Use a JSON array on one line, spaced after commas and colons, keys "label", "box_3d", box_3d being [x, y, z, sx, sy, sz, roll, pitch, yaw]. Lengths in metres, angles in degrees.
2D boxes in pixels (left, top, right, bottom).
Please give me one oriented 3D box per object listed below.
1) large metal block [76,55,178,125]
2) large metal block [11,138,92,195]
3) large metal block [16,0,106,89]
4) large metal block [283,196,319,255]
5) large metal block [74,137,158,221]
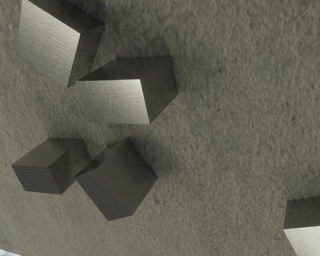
[{"label": "large metal block", "box_3d": [-0.034, -0.046, 0.359, 0.080, 0.080, 0.050, 3, 120, 26]}, {"label": "large metal block", "box_3d": [-0.169, 0.058, 0.494, 0.080, 0.080, 0.050, -2, 118, 29]}, {"label": "large metal block", "box_3d": [-0.125, -0.110, 0.387, 0.080, 0.050, 0.079, 33, 129, 6]}, {"label": "large metal block", "box_3d": [0.203, 0.126, 0.362, 0.080, 0.050, 0.080, -20, 108, 35]}, {"label": "large metal block", "box_3d": [-0.060, 0.072, 0.446, 0.050, 0.080, 0.080, -25, 105, 36]}]
